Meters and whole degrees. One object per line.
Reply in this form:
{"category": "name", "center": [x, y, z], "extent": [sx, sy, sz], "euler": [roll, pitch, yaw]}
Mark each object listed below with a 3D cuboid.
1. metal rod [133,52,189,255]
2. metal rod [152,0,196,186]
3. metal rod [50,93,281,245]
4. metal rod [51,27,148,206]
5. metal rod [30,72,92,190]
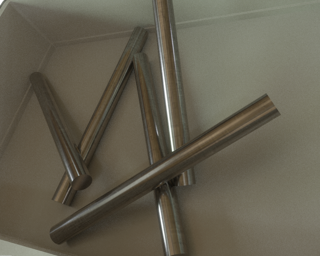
{"category": "metal rod", "center": [-0.007, 0.011, 0.401], "extent": [0.025, 0.025, 0.299], "euler": [-22, 54, 15]}
{"category": "metal rod", "center": [0.011, -0.082, 0.372], "extent": [0.025, 0.025, 0.298], "euler": [-10, 82, 23]}
{"category": "metal rod", "center": [-0.010, 0.056, 0.342], "extent": [0.300, 0.025, 0.025], "euler": [-34, 51, 18]}
{"category": "metal rod", "center": [-0.082, -0.031, 0.465], "extent": [0.025, 0.025, 0.300], "euler": [8, 65, 31]}
{"category": "metal rod", "center": [-0.162, -0.014, 0.476], "extent": [0.025, 0.025, 0.300], "euler": [-41, 45, 0]}
